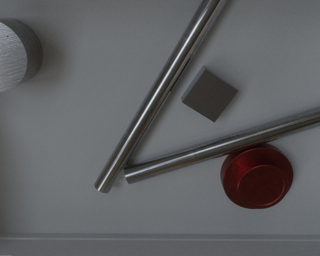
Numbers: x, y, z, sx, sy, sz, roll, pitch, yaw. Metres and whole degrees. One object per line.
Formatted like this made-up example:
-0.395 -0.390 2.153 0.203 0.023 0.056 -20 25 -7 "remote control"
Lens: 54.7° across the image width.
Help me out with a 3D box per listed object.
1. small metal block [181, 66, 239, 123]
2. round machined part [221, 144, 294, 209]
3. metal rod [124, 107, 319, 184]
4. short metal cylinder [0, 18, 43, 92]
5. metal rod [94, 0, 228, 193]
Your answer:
0.062 -0.043 0.396 0.050 0.025 0.050 31 107 -11 "small metal block"
0.137 0.073 0.431 0.099 0.042 0.097 0 110 -1 "round machined part"
0.097 0.022 0.420 0.301 0.025 0.025 -18 109 6 "metal rod"
-0.187 -0.087 0.363 0.081 0.050 0.079 0 110 -1 "short metal cylinder"
-0.006 -0.036 0.397 0.025 0.025 0.298 29 107 -11 "metal rod"
